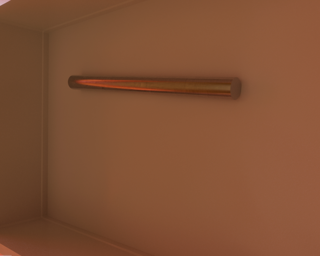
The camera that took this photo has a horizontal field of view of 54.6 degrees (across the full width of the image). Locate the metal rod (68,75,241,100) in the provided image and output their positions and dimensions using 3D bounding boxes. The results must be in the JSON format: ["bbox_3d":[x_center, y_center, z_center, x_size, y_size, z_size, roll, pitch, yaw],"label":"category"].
[{"bbox_3d":[-0.032,-0.061,0.433,0.300,0.025,0.025,9,96,39],"label":"metal rod"}]
